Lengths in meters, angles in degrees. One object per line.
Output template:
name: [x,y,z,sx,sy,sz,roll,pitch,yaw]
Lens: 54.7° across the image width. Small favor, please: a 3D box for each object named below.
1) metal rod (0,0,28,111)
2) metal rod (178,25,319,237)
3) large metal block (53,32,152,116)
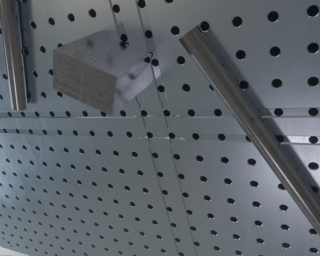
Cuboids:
metal rod: [-0.206,-0.154,0.424,0.025,0.025,0.298,22,127,14]
metal rod: [0.120,0.015,0.356,0.025,0.025,0.300,-30,102,38]
large metal block: [-0.067,-0.068,0.369,0.080,0.080,0.050,24,127,13]
